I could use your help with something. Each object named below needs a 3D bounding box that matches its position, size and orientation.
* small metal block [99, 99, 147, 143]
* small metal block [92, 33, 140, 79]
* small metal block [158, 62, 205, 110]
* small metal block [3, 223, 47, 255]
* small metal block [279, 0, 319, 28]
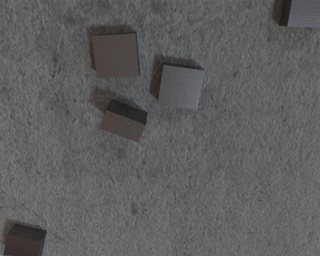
[{"bbox_3d":[-0.045,-0.010,0.392,0.050,0.050,0.025,21,109,-8],"label":"small metal block"},{"bbox_3d":[-0.052,-0.089,0.376,0.050,0.025,0.050,-3,110,0],"label":"small metal block"},{"bbox_3d":[0.025,-0.053,0.391,0.050,0.025,0.050,7,110,-3],"label":"small metal block"},{"bbox_3d":[-0.206,0.179,0.473,0.050,0.025,0.050,16,109,-6],"label":"small metal block"},{"bbox_3d":[0.173,-0.143,0.359,0.050,0.025,0.050,2,110,-1],"label":"small metal block"}]
